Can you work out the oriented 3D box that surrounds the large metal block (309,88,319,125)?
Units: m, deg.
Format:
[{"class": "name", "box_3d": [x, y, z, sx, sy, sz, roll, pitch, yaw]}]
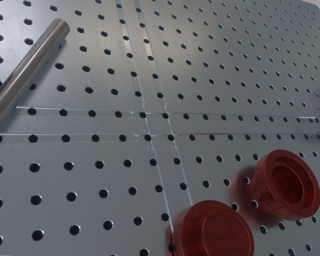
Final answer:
[{"class": "large metal block", "box_3d": [0.351, -0.037, 0.603, 0.081, 0.050, 0.080, 10, 58, -23]}]

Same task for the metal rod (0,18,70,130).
[{"class": "metal rod", "box_3d": [-0.170, -0.022, 0.330, 0.025, 0.025, 0.300, 26, 52, -12]}]

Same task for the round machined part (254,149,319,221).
[{"class": "round machined part", "box_3d": [0.174, 0.083, 0.440, 0.099, 0.042, 0.098, 14, 56, -21]}]

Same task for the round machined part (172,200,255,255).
[{"class": "round machined part", "box_3d": [0.067, 0.130, 0.354, 0.099, 0.042, 0.098, 14, 56, -21]}]
